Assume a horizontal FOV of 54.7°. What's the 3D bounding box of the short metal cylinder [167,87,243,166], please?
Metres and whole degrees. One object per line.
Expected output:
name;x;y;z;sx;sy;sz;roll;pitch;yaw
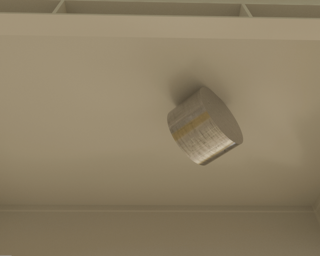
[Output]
short metal cylinder;0.055;-0.002;0.372;0.050;0.080;0.080;-37;121;27
